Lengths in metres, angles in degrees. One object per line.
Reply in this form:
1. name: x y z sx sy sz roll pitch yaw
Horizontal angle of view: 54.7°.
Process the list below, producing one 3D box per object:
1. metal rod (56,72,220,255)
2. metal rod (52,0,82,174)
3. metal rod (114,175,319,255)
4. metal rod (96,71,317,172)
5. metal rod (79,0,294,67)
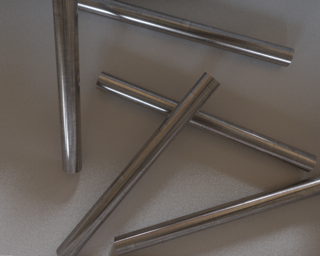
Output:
1. metal rod: -0.031 0.054 0.395 0.025 0.025 0.299 40 96 0
2. metal rod: -0.103 -0.078 0.345 0.025 0.025 0.298 6 117 0
3. metal rod: 0.088 0.113 0.411 0.302 0.025 0.025 -17 90 0
4. metal rod: 0.061 -0.008 0.411 0.301 0.025 0.025 22 90 0
5. metal rod: 0.027 -0.133 0.411 0.302 0.025 0.025 15 90 0
